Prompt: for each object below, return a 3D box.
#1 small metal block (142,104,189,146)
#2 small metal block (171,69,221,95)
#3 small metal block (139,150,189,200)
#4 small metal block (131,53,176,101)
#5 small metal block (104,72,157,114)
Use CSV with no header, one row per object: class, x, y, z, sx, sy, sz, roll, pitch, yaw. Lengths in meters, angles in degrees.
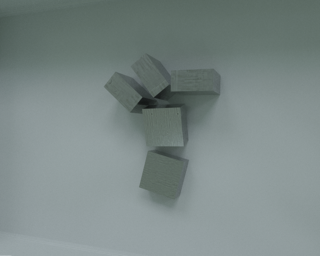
small metal block,0.008,-0.004,0.402,0.050,0.025,0.050,-1,104,19
small metal block,0.045,-0.055,0.381,0.050,0.050,0.025,1,91,20
small metal block,0.006,0.060,0.408,0.050,0.025,0.050,15,95,19
small metal block,-0.004,-0.064,0.399,0.025,0.050,0.050,-39,78,16
small metal block,-0.038,-0.045,0.411,0.050,0.050,0.025,44,104,15
